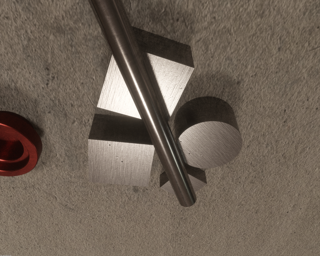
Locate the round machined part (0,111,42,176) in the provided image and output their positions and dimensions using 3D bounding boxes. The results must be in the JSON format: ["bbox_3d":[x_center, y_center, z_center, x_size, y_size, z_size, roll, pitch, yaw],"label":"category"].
[{"bbox_3d":[-0.205,0.016,0.407,0.099,0.042,0.097,-1,130,0],"label":"round machined part"}]

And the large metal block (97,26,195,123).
[{"bbox_3d":[-0.017,-0.057,0.342,0.081,0.050,0.079,15,128,-13],"label":"large metal block"}]

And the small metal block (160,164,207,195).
[{"bbox_3d":[0.035,0.079,0.475,0.050,0.025,0.050,31,123,-24],"label":"small metal block"}]

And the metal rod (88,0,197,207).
[{"bbox_3d":[-0.006,-0.010,0.333,0.025,0.025,0.299,-14,129,11],"label":"metal rod"}]

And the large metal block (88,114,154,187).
[{"bbox_3d":[-0.051,0.031,0.417,0.081,0.050,0.079,6,130,-6],"label":"large metal block"}]

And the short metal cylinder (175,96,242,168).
[{"bbox_3d":[0.060,0.006,0.397,0.081,0.050,0.079,0,130,0],"label":"short metal cylinder"}]
